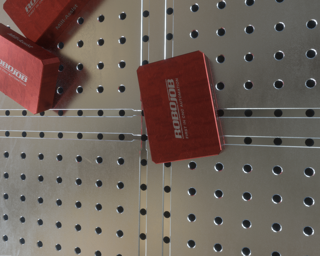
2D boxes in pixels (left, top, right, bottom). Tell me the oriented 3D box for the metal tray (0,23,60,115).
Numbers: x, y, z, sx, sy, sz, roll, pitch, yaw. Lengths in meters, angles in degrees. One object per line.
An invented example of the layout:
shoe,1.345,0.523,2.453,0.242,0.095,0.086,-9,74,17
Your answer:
metal tray,-0.215,-0.090,0.467,0.130,0.030,0.089,32,122,16

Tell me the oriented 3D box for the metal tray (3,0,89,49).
metal tray,-0.167,-0.197,0.467,0.130,0.030,0.090,-43,77,14

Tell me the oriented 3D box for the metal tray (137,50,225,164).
metal tray,0.026,-0.024,0.400,0.090,0.030,0.129,-11,86,19
